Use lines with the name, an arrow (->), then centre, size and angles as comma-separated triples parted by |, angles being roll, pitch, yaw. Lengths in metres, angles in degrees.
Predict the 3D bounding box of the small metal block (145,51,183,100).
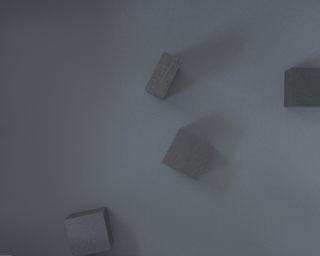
small metal block -> 0.005, -0.065, 0.399 | 0.025, 0.050, 0.050 | 27, 90, 0

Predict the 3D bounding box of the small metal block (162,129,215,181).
small metal block -> 0.037, 0.035, 0.412 | 0.050, 0.025, 0.050 | 28, 90, -1

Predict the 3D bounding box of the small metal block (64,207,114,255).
small metal block -> -0.093, 0.137, 0.410 | 0.050, 0.025, 0.050 | -12, 90, -1

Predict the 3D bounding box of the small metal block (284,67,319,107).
small metal block -> 0.196, -0.053, 0.414 | 0.050, 0.025, 0.050 | 1, 90, -1
